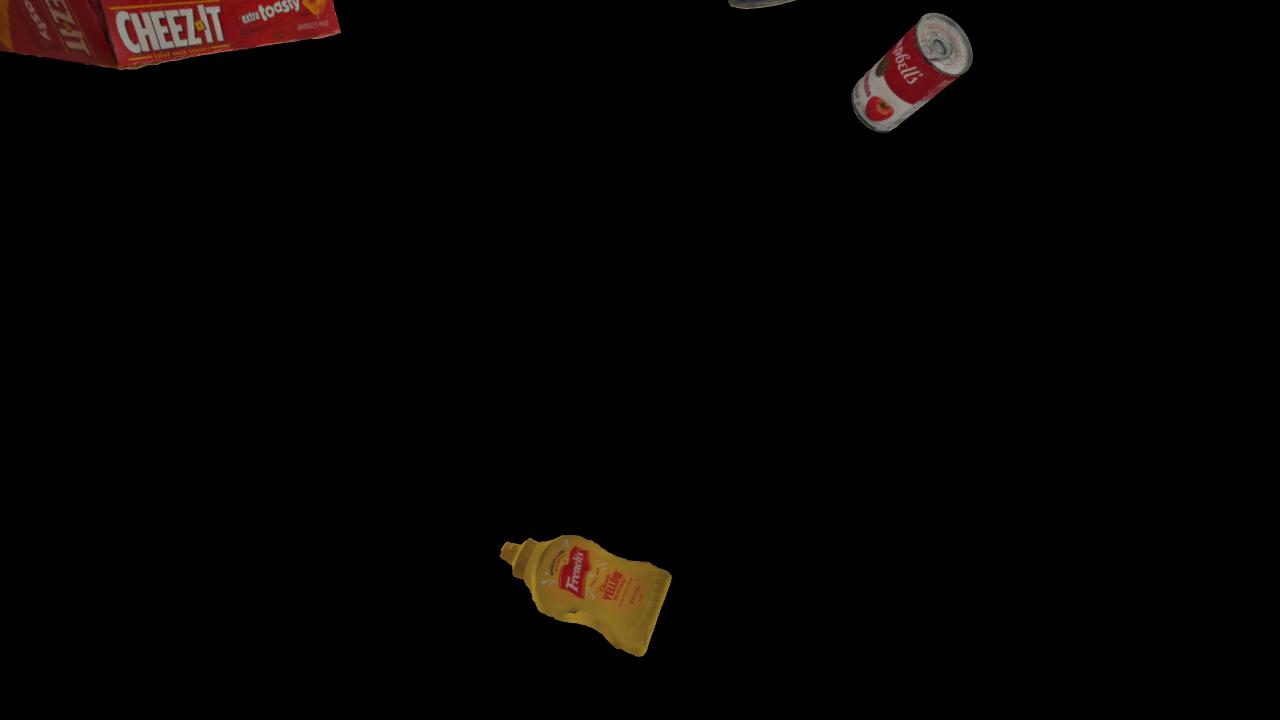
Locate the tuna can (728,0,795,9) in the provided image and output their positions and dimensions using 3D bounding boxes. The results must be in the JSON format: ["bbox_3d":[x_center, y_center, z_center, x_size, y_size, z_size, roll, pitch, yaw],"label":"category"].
[{"bbox_3d":[0.100,-0.277,0.426,0.084,0.034,0.084,-11,41,10],"label":"tuna can"}]

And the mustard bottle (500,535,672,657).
[{"bbox_3d":[-0.065,0.237,0.657,0.184,0.092,0.054,20,-38,9],"label":"mustard bottle"}]

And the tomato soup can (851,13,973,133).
[{"bbox_3d":[0.275,-0.290,0.631,0.068,0.068,0.101,0,-12,-19],"label":"tomato soup can"}]

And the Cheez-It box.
[{"bbox_3d":[-0.346,-0.248,0.401,0.223,0.071,0.166,15,38,16],"label":"Cheez-It box"}]
